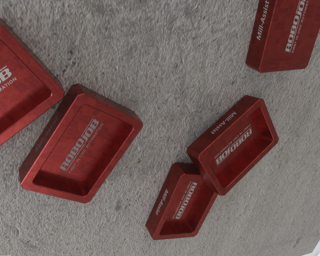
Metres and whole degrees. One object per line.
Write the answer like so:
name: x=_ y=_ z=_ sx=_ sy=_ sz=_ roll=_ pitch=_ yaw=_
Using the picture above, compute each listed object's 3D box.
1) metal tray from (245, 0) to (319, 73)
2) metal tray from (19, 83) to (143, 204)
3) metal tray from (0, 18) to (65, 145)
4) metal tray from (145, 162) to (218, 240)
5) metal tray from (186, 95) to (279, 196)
metal tray: x=0.171 y=-0.142 z=0.409 sx=0.091 sy=0.030 sz=0.129 roll=-9 pitch=123 yaw=-24
metal tray: x=-0.093 y=0.023 z=0.367 sx=0.090 sy=0.030 sz=0.130 roll=27 pitch=103 yaw=-38
metal tray: x=-0.171 y=-0.028 z=0.292 sx=0.130 sy=0.030 sz=0.090 roll=-38 pitch=129 yaw=-3
metal tray: x=0.041 y=0.119 z=0.499 sx=0.091 sy=0.030 sz=0.129 roll=8 pitch=114 yaw=-32
metal tray: x=0.111 y=0.025 z=0.456 sx=0.130 sy=0.030 sz=0.090 roll=-41 pitch=121 yaw=-14
